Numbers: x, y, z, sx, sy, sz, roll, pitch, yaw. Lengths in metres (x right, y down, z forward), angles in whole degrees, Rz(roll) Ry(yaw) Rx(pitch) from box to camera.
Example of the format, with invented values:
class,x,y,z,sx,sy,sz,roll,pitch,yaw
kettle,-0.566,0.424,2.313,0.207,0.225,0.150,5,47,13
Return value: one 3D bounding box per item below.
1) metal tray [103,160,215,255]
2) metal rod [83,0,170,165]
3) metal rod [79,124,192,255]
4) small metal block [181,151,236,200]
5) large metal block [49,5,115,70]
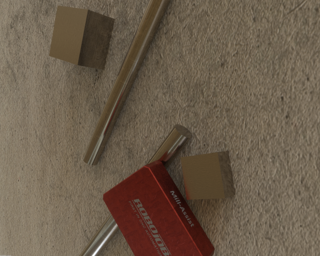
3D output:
class,x,y,z,sx,sy,sz,roll,pitch,yaw
metal tray,-0.005,0.117,0.384,0.090,0.030,0.130,-37,79,30
metal rod,-0.048,-0.073,0.441,0.025,0.025,0.298,40,114,32
metal rod,-0.049,0.113,0.443,0.025,0.025,0.298,50,119,28
small metal block,0.055,0.055,0.358,0.050,0.025,0.050,-13,82,39
large metal block,-0.125,-0.142,0.489,0.080,0.050,0.079,23,104,37
